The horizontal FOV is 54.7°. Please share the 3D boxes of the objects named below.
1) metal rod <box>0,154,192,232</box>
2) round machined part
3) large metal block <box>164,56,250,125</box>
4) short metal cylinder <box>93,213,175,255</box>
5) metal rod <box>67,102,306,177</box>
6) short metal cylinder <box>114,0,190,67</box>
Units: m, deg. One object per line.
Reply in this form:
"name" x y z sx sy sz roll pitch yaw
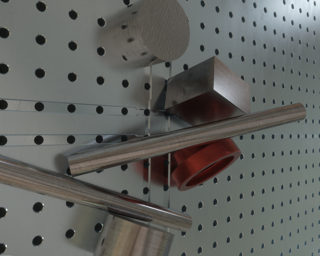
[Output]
"metal rod" -0.071 0.078 0.349 0.301 0.025 0.025 28 73 -37
"round machined part" 0.057 0.042 0.422 0.099 0.097 0.042 -12 61 -39
"large metal block" 0.065 -0.042 0.421 0.080 0.080 0.050 28 56 -37
"short metal cylinder" -0.029 0.133 0.349 0.080 0.080 0.050 30 72 -36
"metal rod" 0.045 0.009 0.373 0.302 0.025 0.025 -12 99 -16
"short metal cylinder" -0.009 -0.119 0.385 0.081 0.050 0.080 0 90 -40
